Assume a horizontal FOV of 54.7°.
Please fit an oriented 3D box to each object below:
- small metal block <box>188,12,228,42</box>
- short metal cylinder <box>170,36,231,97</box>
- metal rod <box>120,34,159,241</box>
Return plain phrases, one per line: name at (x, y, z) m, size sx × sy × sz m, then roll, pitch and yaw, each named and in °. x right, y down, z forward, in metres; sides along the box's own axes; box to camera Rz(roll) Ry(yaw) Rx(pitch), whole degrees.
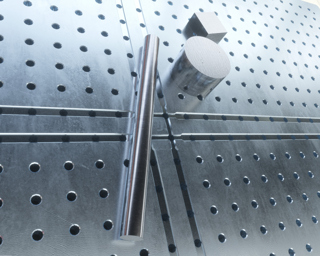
small metal block at (0.087, -0.184, 0.567) m, size 0.050 × 0.025 × 0.050 m, roll -17°, pitch 71°, yaw -35°
short metal cylinder at (0.062, -0.095, 0.483) m, size 0.081 × 0.050 × 0.080 m, roll 14°, pitch 56°, yaw -21°
metal rod at (-0.021, -0.011, 0.403) m, size 0.025 × 0.025 × 0.300 m, roll 17°, pitch 55°, yaw -19°
